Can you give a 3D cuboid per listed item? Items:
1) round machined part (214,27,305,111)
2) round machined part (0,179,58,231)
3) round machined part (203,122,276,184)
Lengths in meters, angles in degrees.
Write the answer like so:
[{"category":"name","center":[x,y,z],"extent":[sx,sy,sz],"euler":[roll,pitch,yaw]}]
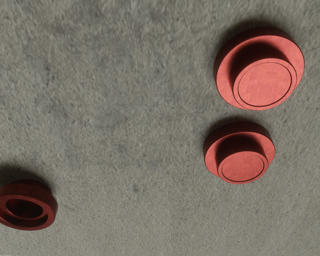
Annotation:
[{"category":"round machined part","center":[0.112,-0.058,0.348],"extent":[0.099,0.042,0.097],"euler":[-1,130,0]},{"category":"round machined part","center":[-0.213,0.119,0.494],"extent":[0.099,0.042,0.097],"euler":[-1,130,0]},{"category":"round machined part","center":[0.112,0.041,0.433],"extent":[0.099,0.042,0.097],"euler":[-1,130,0]}]
